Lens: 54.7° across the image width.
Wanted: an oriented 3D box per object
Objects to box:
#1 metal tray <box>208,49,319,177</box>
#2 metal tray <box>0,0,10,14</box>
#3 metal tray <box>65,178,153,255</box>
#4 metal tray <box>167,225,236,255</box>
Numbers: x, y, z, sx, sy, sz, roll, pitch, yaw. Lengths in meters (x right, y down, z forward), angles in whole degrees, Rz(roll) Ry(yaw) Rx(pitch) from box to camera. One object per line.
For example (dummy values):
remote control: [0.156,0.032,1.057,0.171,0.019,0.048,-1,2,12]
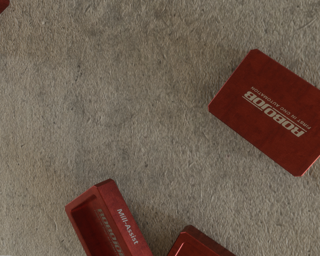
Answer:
metal tray: [0.134,-0.019,0.359,0.130,0.030,0.090,39,102,15]
metal tray: [-0.324,-0.206,0.521,0.130,0.030,0.090,-35,79,16]
metal tray: [-0.069,0.144,0.414,0.090,0.030,0.130,-37,78,37]
metal tray: [0.039,0.203,0.392,0.090,0.030,0.129,31,100,17]
